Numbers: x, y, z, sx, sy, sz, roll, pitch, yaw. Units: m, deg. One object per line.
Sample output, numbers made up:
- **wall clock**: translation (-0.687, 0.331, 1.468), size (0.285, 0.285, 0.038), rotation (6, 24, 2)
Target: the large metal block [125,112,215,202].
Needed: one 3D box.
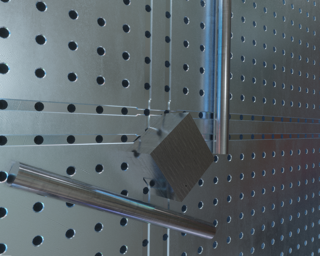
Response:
- **large metal block**: translation (0.016, 0.036, 0.406), size (0.080, 0.050, 0.080), rotation (-46, 118, -30)

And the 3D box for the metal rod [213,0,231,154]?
- **metal rod**: translation (0.099, -0.109, 0.491), size (0.025, 0.025, 0.298), rotation (2, 89, -40)

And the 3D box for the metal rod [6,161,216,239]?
- **metal rod**: translation (-0.032, 0.100, 0.382), size (0.301, 0.025, 0.025), rotation (28, 73, -37)
